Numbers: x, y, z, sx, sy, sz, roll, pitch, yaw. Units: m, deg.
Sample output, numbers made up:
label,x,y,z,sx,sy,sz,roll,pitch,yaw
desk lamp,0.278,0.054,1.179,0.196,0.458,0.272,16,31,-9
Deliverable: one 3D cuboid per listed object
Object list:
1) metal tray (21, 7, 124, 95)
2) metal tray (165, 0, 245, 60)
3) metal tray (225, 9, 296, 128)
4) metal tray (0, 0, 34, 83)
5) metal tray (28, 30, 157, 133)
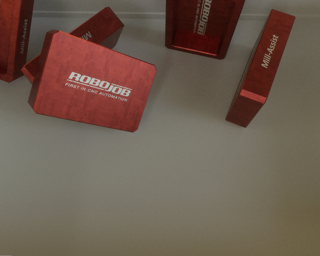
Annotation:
label,x,y,z,sx,sy,sz,roll,pitch,yaw
metal tray,-0.112,-0.095,0.406,0.130,0.090,0.030,-42,98,-14
metal tray,0.055,-0.145,0.407,0.090,0.130,0.030,13,71,5
metal tray,0.128,-0.075,0.403,0.030,0.090,0.130,22,72,8
metal tray,-0.220,-0.135,0.403,0.090,0.129,0.030,21,28,-1
metal tray,-0.076,-0.051,0.367,0.131,0.030,0.089,13,100,-35
